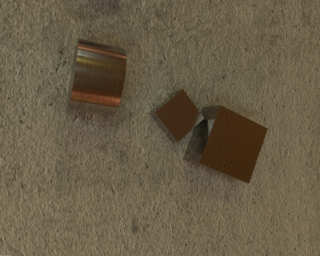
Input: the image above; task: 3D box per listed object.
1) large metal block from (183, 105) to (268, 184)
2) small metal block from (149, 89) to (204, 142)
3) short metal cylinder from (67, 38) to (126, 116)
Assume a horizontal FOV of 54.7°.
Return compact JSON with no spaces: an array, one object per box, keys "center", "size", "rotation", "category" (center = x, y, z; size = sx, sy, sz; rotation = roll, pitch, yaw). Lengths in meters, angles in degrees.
[{"center":[0.090,0.022,0.429],"size":[0.080,0.050,0.080],"rotation":[24,82,-19],"category":"large metal block"},{"center":[0.022,-0.017,0.417],"size":[0.050,0.025,0.050],"rotation":[-41,103,-15],"category":"small metal block"},{"center":[-0.074,-0.057,0.352],"size":[0.050,0.080,0.080],"rotation":[8,87,-20],"category":"short metal cylinder"}]
